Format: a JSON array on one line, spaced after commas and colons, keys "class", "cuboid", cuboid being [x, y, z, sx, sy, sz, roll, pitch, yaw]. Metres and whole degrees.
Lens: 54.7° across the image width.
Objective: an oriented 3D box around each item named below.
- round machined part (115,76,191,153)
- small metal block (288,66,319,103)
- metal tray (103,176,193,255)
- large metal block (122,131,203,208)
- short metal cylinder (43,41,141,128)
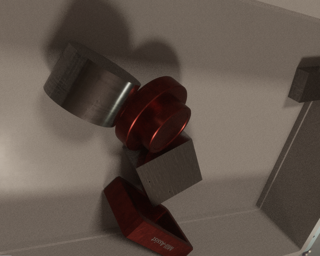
[{"class": "round machined part", "cuboid": [-0.001, -0.009, 0.366, 0.098, 0.042, 0.098, -39, 157, -20]}, {"class": "small metal block", "cuboid": [0.241, -0.071, 0.500, 0.050, 0.025, 0.050, -9, 122, -24]}, {"class": "metal tray", "cuboid": [-0.015, 0.131, 0.440, 0.030, 0.090, 0.130, -44, 130, 2]}, {"class": "large metal block", "cuboid": [0.005, 0.050, 0.428, 0.080, 0.050, 0.080, -27, 128, -12]}, {"class": "short metal cylinder", "cuboid": [-0.067, -0.044, 0.311, 0.080, 0.080, 0.050, 24, 105, -37]}]
